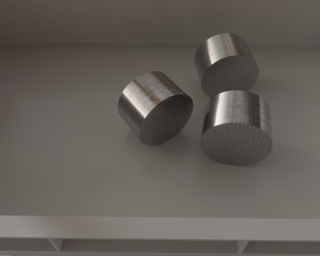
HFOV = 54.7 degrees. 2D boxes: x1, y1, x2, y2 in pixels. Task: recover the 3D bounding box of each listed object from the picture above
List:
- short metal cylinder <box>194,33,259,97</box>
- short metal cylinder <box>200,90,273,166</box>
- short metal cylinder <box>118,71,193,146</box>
[{"bbox_3d":[0.094,-0.087,0.443,0.081,0.080,0.050,-5,50,-5],"label":"short metal cylinder"},{"bbox_3d":[0.091,0.002,0.368,0.080,0.080,0.050,8,51,7],"label":"short metal cylinder"},{"bbox_3d":[-0.005,-0.024,0.389,0.081,0.080,0.050,-28,56,-22],"label":"short metal cylinder"}]
